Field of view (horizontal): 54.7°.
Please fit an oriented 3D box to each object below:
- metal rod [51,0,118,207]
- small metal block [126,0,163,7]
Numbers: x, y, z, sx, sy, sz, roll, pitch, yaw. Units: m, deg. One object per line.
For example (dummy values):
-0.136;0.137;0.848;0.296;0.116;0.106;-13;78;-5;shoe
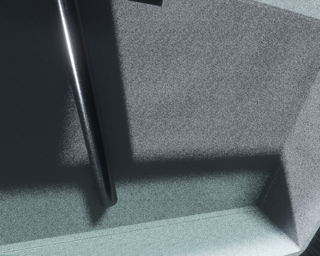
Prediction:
-0.081;-0.022;0.351;0.025;0.025;0.298;-17;126;-19;metal rod
-0.029;-0.137;0.293;0.050;0.050;0.025;-2;119;-28;small metal block
